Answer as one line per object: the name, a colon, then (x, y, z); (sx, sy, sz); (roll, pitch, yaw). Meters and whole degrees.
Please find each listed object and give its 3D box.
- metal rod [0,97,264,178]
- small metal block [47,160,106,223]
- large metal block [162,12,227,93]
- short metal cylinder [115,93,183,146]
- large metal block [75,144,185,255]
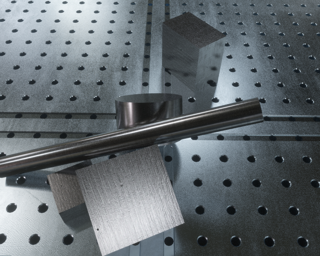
metal rod: (-0.046, 0.015, 0.334); (0.301, 0.025, 0.025); (-13, 49, 13)
small metal block: (-0.092, 0.070, 0.348); (0.050, 0.025, 0.050); (-21, 53, -17)
large metal block: (0.048, -0.115, 0.469); (0.050, 0.080, 0.080); (-30, 57, -23)
short metal cylinder: (-0.013, -0.013, 0.377); (0.081, 0.050, 0.080); (-2, 13, 1)
large metal block: (-0.032, 0.068, 0.311); (0.081, 0.050, 0.080); (-18, 85, -15)
